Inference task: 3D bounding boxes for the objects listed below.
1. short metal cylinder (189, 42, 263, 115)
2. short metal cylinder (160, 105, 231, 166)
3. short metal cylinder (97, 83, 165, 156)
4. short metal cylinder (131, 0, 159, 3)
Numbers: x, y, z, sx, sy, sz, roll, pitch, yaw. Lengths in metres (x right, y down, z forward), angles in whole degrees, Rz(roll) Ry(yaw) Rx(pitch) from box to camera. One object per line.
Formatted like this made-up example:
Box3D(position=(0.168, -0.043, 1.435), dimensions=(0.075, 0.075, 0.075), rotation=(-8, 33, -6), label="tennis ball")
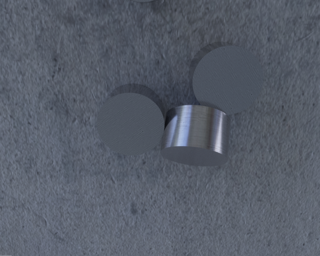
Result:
Box3D(position=(0.077, -0.061, 0.375), dimensions=(0.081, 0.050, 0.079), rotation=(0, 110, -1), label="short metal cylinder")
Box3D(position=(0.044, 0.012, 0.378), dimensions=(0.081, 0.080, 0.050), rotation=(11, 69, -5), label="short metal cylinder")
Box3D(position=(-0.035, -0.012, 0.392), dimensions=(0.081, 0.050, 0.079), rotation=(0, 110, -1), label="short metal cylinder")
Box3D(position=(-0.018, -0.177, 0.331), dimensions=(0.081, 0.050, 0.079), rotation=(0, 110, -1), label="short metal cylinder")
